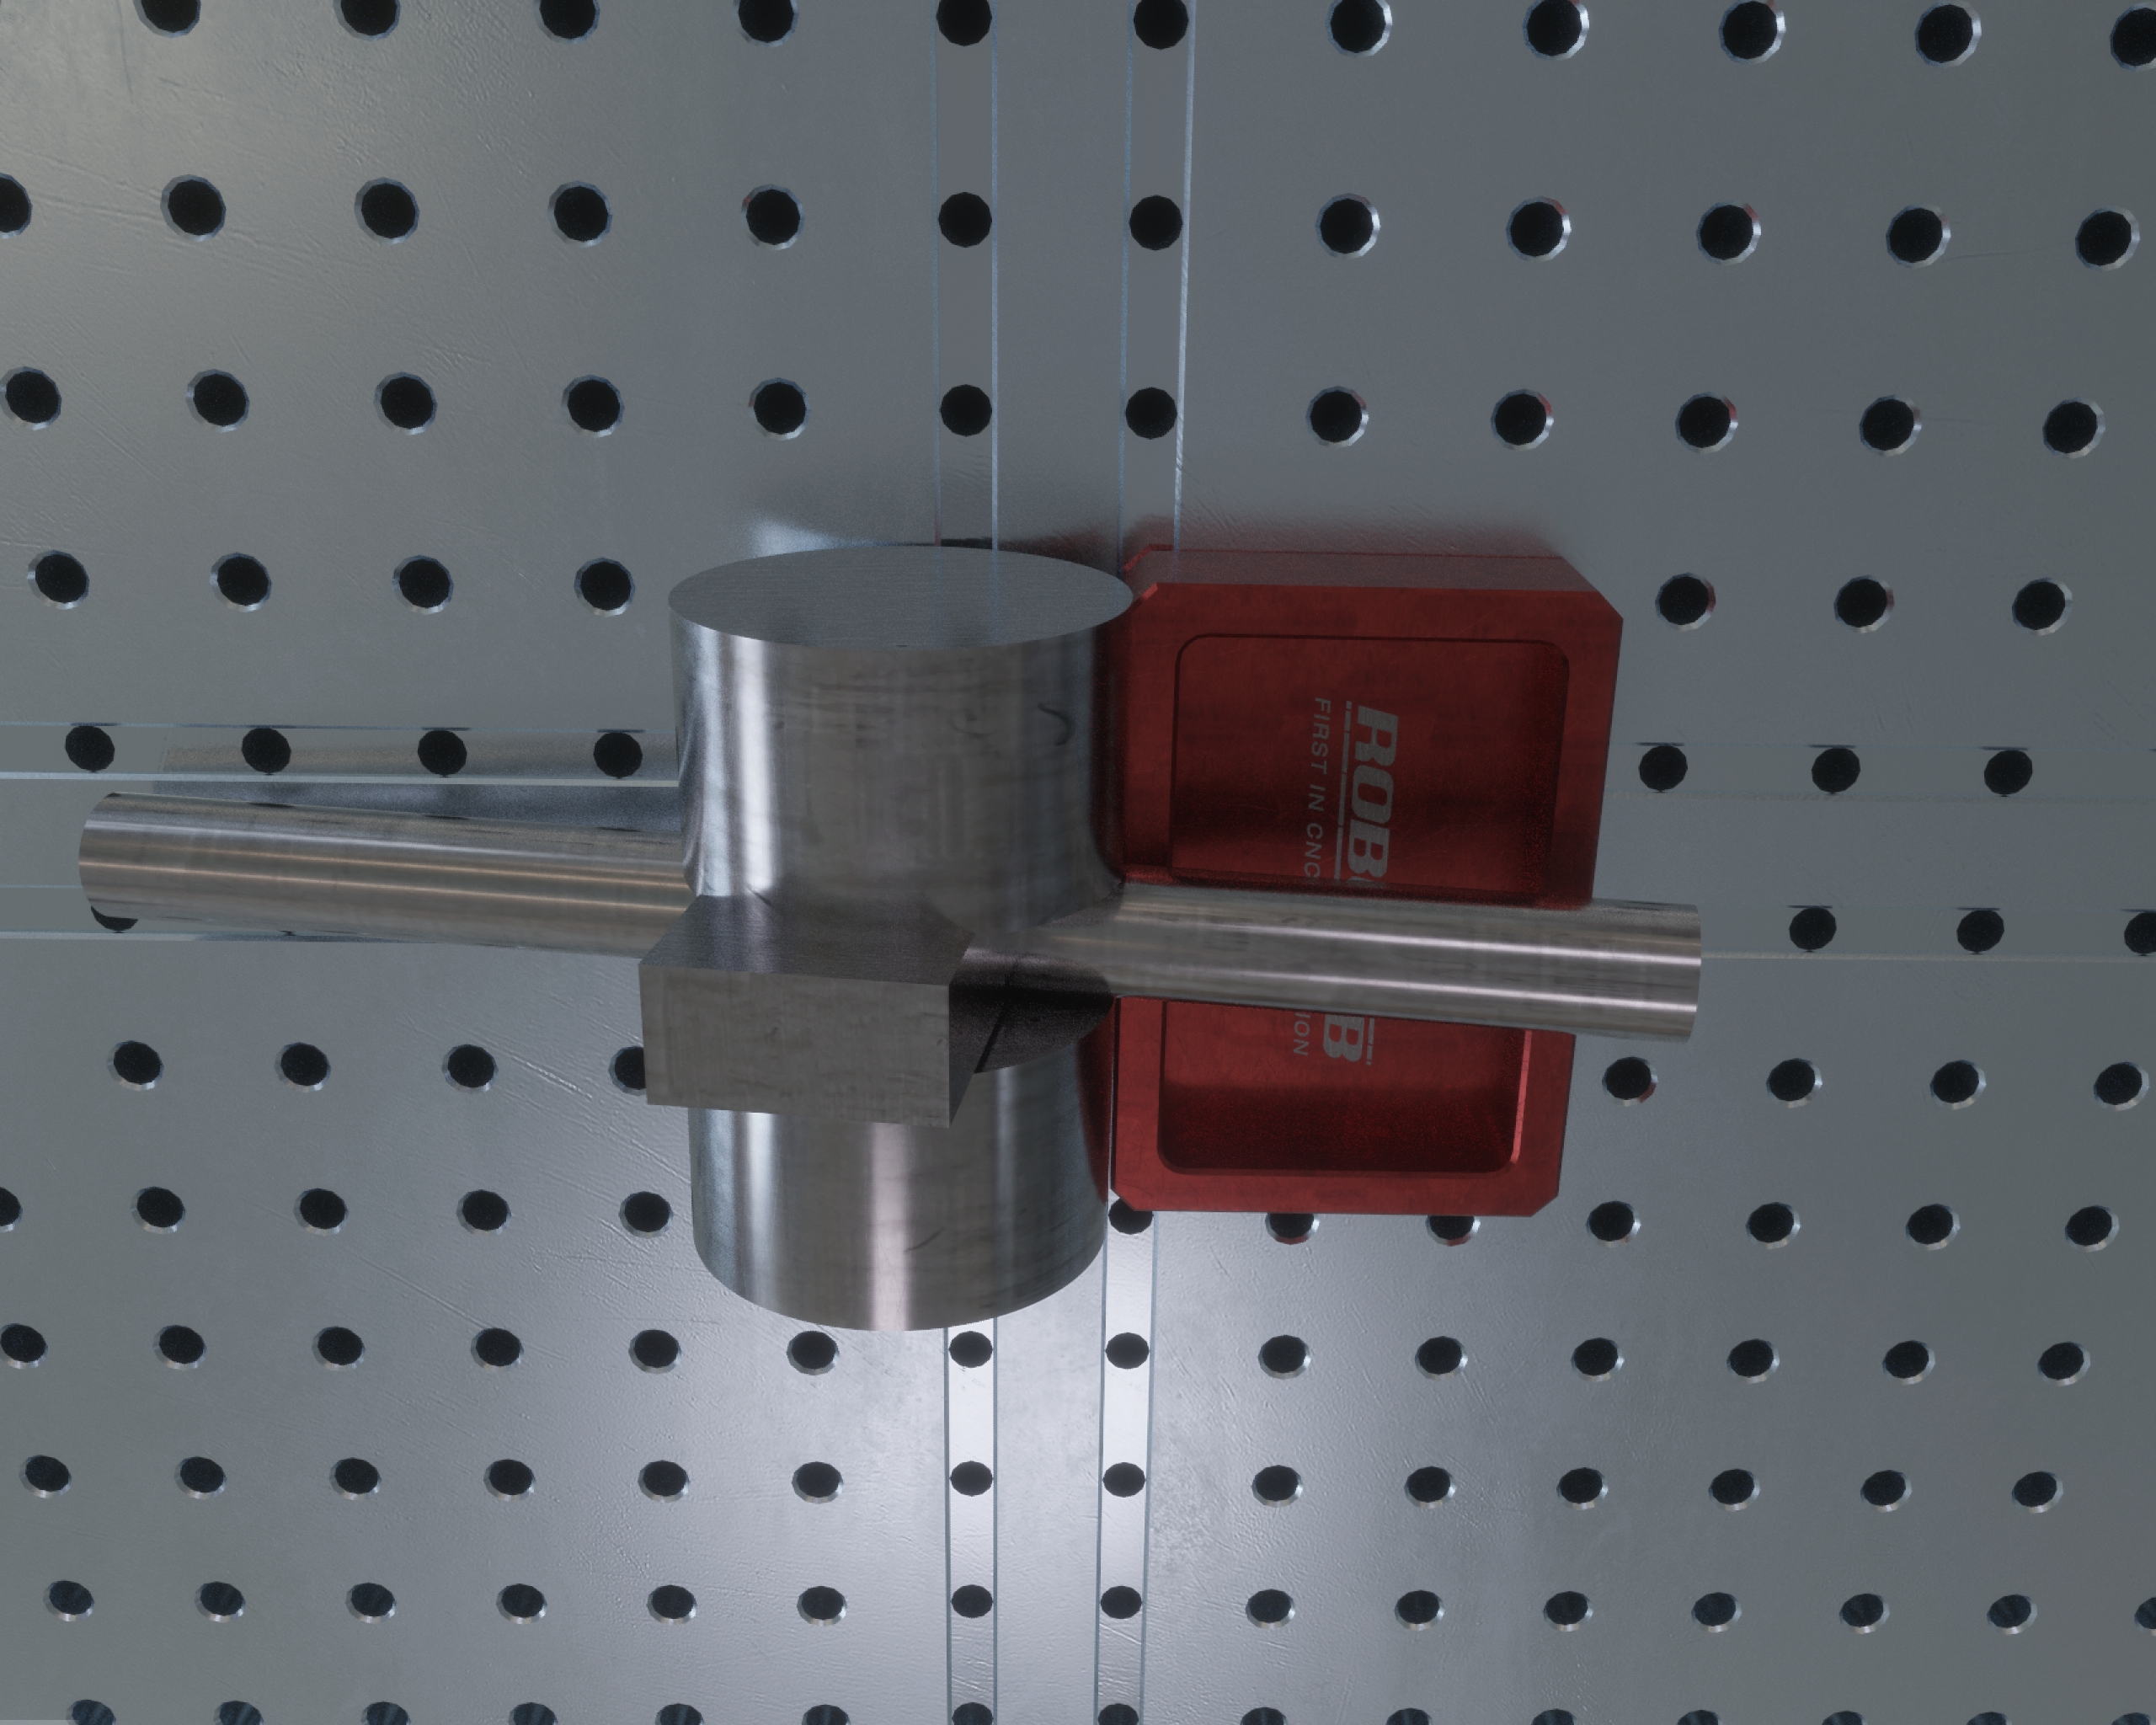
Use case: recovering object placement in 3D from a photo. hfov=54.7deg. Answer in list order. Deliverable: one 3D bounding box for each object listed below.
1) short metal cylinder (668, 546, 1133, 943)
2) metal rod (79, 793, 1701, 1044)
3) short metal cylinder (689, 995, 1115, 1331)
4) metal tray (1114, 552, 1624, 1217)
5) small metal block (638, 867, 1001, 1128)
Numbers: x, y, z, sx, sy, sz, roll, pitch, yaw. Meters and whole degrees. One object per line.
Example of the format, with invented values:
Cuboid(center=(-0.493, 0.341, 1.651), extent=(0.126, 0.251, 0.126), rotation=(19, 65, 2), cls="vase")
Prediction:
Cuboid(center=(-0.031, -0.024, 0.373), extent=(0.081, 0.080, 0.050), rotation=(1, 110, -1), cls="short metal cylinder")
Cuboid(center=(-0.040, 0.009, 0.391), extent=(0.302, 0.025, 0.025), rotation=(4, 110, 7), cls="metal rod")
Cuboid(center=(-0.034, 0.046, 0.400), extent=(0.081, 0.080, 0.050), rotation=(1, 110, -1), cls="short metal cylinder")
Cuboid(center=(0.053, 0.006, 0.413), extent=(0.091, 0.030, 0.129), rotation=(1, 110, -1), cls="metal tray")
Cuboid(center=(-0.042, 0.021, 0.356), extent=(0.050, 0.050, 0.025), rotation=(4, 110, 7), cls="small metal block")
